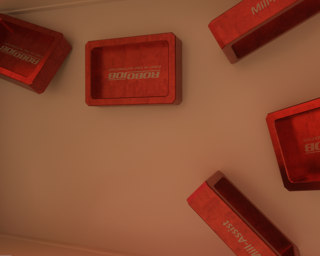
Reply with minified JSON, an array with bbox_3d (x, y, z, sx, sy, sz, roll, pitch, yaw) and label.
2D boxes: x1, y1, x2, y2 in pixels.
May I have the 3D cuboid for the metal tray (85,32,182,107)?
[{"bbox_3d":[-0.037,-0.075,0.419,0.130,0.030,0.089,0,90,19],"label":"metal tray"}]

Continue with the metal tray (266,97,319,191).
[{"bbox_3d":[0.174,0.013,0.305,0.130,0.030,0.090,-23,78,58],"label":"metal tray"}]

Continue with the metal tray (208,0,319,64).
[{"bbox_3d":[0.123,-0.123,0.332,0.130,0.090,0.030,-30,81,17],"label":"metal tray"}]

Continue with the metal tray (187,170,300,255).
[{"bbox_3d":[0.095,0.109,0.342,0.130,0.090,0.030,45,104,14],"label":"metal tray"}]

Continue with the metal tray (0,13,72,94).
[{"bbox_3d":[-0.210,-0.113,0.462,0.130,0.030,0.090,22,74,18],"label":"metal tray"}]
